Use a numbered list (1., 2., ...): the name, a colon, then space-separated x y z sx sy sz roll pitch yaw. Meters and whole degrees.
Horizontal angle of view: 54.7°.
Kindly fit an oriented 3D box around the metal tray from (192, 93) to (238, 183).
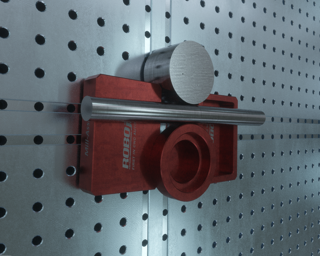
1. metal tray: 0.077 0.015 0.466 0.091 0.030 0.129 1 89 -40

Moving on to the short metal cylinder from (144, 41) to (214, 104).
1. short metal cylinder: 0.026 -0.070 0.409 0.081 0.050 0.079 0 90 -40

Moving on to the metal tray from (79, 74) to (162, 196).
1. metal tray: -0.044 0.008 0.363 0.091 0.030 0.129 4 88 -40

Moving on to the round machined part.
1. round machined part: 0.025 0.043 0.403 0.099 0.042 0.097 0 90 -40

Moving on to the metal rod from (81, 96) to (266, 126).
1. metal rod: 0.043 -0.018 0.401 0.302 0.025 0.025 1 90 -40
